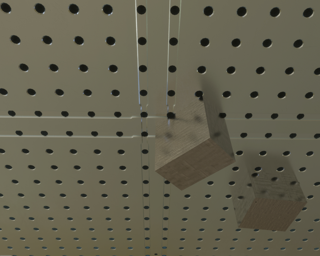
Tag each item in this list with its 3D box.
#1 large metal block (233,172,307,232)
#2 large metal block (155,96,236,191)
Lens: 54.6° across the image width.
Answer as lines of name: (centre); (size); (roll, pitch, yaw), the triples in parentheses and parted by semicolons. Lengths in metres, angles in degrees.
large metal block: (0.172, 0.119, 0.498); (0.080, 0.050, 0.079); (7, 130, -6)
large metal block: (0.041, 0.019, 0.392); (0.080, 0.080, 0.050); (-34, 122, 25)
